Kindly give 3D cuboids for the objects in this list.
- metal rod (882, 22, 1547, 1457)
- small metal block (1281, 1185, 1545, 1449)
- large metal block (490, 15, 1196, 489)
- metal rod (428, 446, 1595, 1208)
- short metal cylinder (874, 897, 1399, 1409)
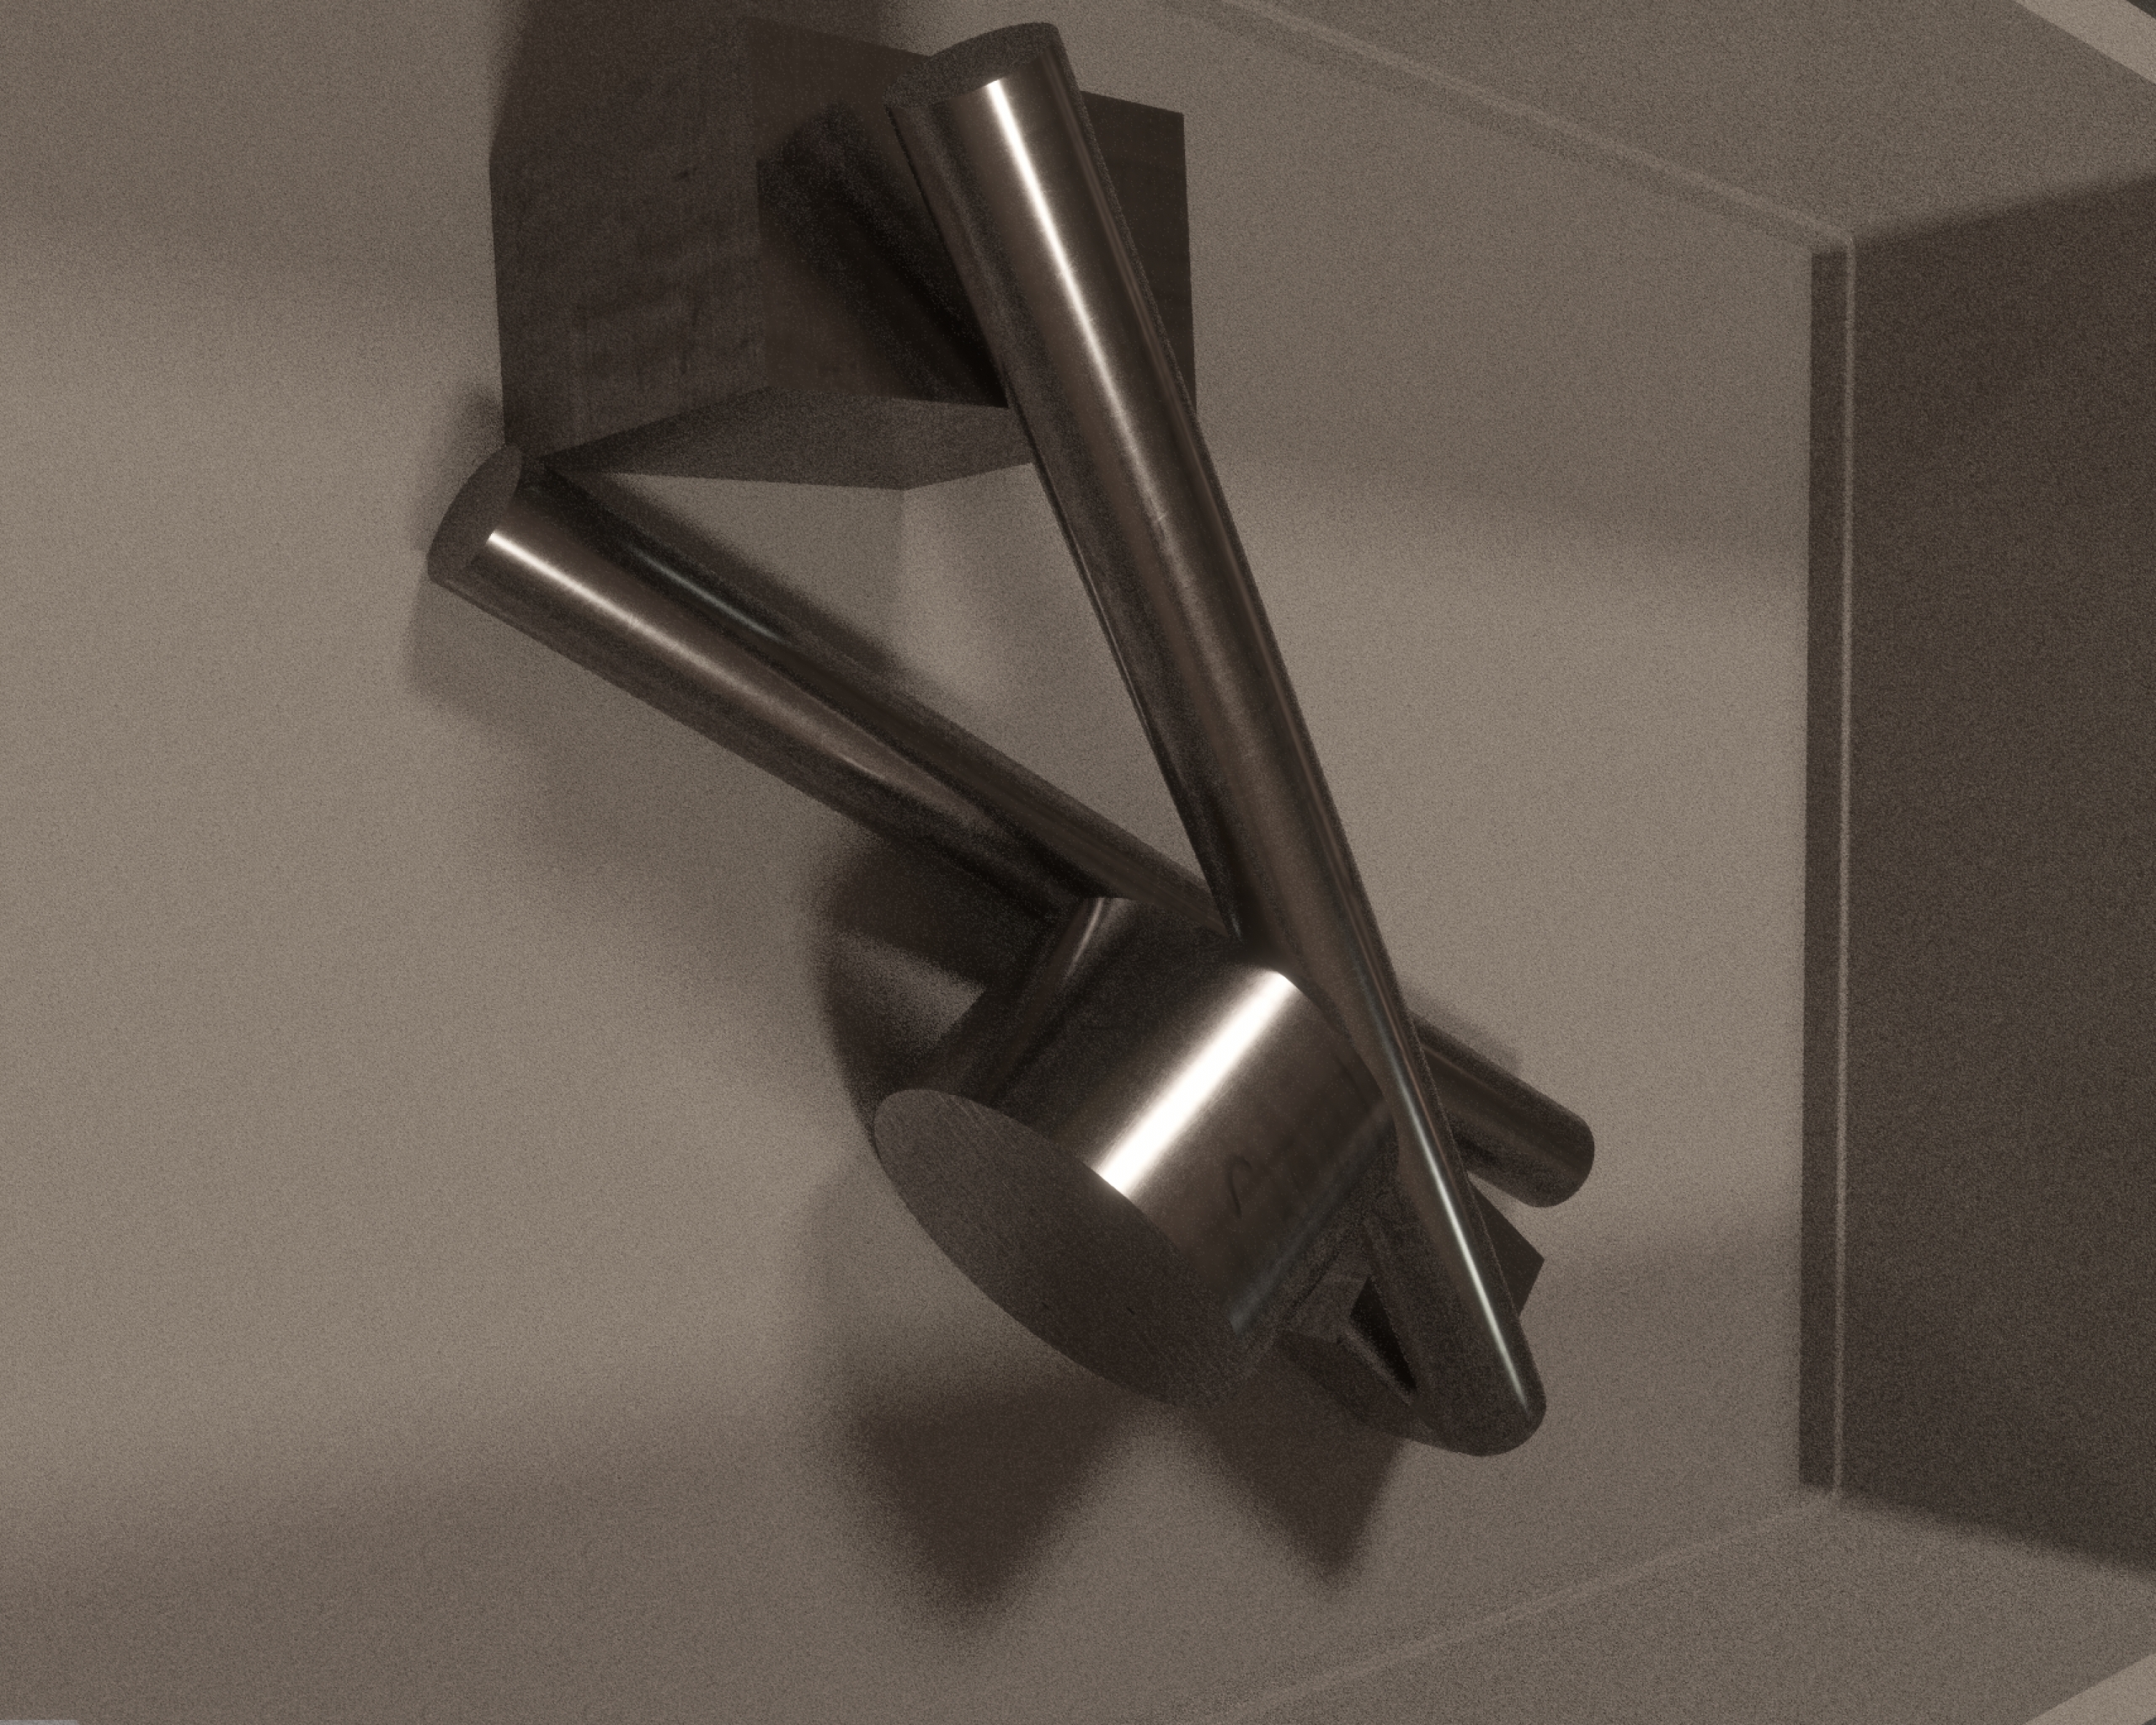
[{"bbox_3d":[0.037,0.006,0.362,0.025,0.025,0.299,-48,131,-29],"label":"metal rod"},{"bbox_3d":[0.073,0.096,0.469,0.050,0.025,0.050,46,63,-31],"label":"small metal block"},{"bbox_3d":[-0.039,-0.093,0.339,0.081,0.080,0.050,-5,94,-40],"label":"large metal block"},{"bbox_3d":[0.010,0.008,0.415,0.301,0.025,0.025,31,71,-36],"label":"metal rod"},{"bbox_3d":[0.010,0.053,0.379,0.050,0.080,0.080,-48,119,-30],"label":"short metal cylinder"}]
